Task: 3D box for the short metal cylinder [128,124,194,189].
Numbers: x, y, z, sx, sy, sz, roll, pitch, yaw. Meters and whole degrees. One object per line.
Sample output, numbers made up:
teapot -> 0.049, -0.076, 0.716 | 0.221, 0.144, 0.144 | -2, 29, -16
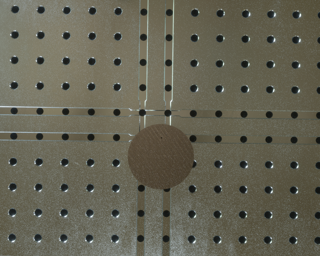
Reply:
short metal cylinder -> 0.001, 0.035, 0.401 | 0.081, 0.050, 0.079 | 0, 90, -1
